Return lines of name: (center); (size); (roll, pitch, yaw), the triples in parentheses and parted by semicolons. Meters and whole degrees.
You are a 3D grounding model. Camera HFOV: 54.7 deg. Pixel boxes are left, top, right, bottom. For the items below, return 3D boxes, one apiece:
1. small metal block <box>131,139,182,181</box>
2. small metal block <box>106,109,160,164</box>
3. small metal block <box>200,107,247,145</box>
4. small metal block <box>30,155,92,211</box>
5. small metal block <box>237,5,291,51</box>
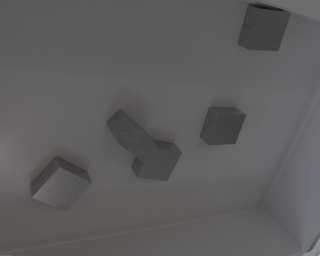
small metal block: (-0.005, 0.045, 0.433); (0.050, 0.025, 0.050); (13, 112, -34)
small metal block: (-0.034, 0.010, 0.380); (0.025, 0.050, 0.050); (-45, 129, 3)
small metal block: (0.092, -0.003, 0.457); (0.050, 0.025, 0.050); (0, 119, -28)
small metal block: (-0.123, 0.069, 0.385); (0.050, 0.025, 0.050); (-47, 129, 5)
small metal block: (0.135, -0.129, 0.402); (0.050, 0.025, 0.050); (-5, 121, -26)
